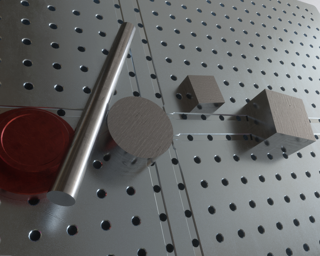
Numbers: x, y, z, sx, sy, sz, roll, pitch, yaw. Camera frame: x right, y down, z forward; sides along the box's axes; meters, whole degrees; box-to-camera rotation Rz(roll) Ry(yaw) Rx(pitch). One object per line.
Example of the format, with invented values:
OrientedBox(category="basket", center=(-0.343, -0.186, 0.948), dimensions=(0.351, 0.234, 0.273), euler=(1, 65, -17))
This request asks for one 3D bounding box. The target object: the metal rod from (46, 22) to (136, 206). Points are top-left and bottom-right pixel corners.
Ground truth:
OrientedBox(category="metal rod", center=(-0.067, -0.045, 0.371), dimensions=(0.025, 0.025, 0.300), euler=(24, 44, -14))

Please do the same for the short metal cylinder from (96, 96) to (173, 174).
OrientedBox(category="short metal cylinder", center=(-0.031, 0.009, 0.371), dimensions=(0.081, 0.050, 0.080), euler=(14, 56, -21))

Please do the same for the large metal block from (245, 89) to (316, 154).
OrientedBox(category="large metal block", center=(0.194, -0.009, 0.505), dimensions=(0.081, 0.050, 0.080), euler=(11, 57, -23))

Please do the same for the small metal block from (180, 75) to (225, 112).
OrientedBox(category="small metal block", center=(0.065, -0.054, 0.478), dimensions=(0.050, 0.025, 0.050), euler=(-4, 64, -31))

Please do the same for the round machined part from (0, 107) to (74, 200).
OrientedBox(category="round machined part", center=(-0.130, 0.020, 0.315), dimensions=(0.099, 0.042, 0.098), euler=(14, 56, -21))
